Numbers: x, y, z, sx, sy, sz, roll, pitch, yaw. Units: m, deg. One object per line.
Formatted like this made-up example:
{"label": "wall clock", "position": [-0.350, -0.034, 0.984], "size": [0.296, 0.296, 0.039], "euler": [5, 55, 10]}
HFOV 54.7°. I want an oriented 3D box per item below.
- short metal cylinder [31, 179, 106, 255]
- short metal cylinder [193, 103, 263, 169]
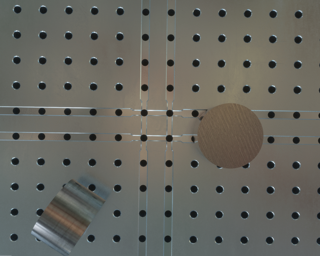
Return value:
{"label": "short metal cylinder", "position": [-0.111, 0.111, 0.385], "size": [0.050, 0.080, 0.080], "euler": [34, 90, 0]}
{"label": "short metal cylinder", "position": [0.086, 0.009, 0.401], "size": [0.081, 0.050, 0.079], "euler": [0, 90, 0]}
